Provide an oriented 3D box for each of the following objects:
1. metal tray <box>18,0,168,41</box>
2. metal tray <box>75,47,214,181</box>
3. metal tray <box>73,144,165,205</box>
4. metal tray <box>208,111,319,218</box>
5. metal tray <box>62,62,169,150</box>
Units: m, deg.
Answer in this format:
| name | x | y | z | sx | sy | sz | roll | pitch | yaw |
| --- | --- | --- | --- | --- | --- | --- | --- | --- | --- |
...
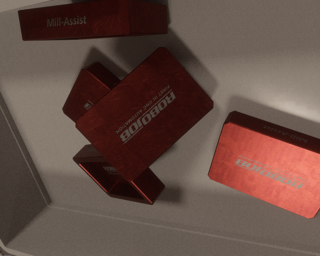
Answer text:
| name | x | y | z | sx | sy | sz | roll | pitch | yaw |
| --- | --- | --- | --- | --- | --- | --- | --- | --- | --- |
| metal tray | -0.068 | -0.112 | 0.329 | 0.130 | 0.090 | 0.030 | 5 | 107 | 25 |
| metal tray | -0.016 | -0.016 | 0.352 | 0.130 | 0.030 | 0.090 | -42 | 96 | -4 |
| metal tray | -0.062 | 0.062 | 0.437 | 0.090 | 0.030 | 0.130 | 51 | 150 | -19 |
| metal tray | 0.130 | 0.043 | 0.363 | 0.130 | 0.030 | 0.089 | 20 | 126 | 15 |
| metal tray | -0.064 | -0.016 | 0.428 | 0.130 | 0.030 | 0.089 | 40 | 129 | 0 |
